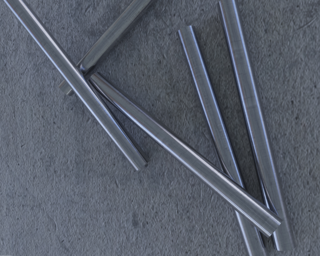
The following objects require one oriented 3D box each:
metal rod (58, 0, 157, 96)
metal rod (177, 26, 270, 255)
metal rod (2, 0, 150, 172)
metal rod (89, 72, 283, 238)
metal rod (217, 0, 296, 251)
[{"bbox_3d":[-0.036,-0.157,0.421,0.299,0.025,0.025,-44,76,14],"label":"metal rod"},{"bbox_3d":[0.076,0.017,0.381,0.025,0.025,0.299,-19,84,19],"label":"metal rod"},{"bbox_3d":[-0.115,-0.067,0.424,0.025,0.025,0.300,-39,87,16],"label":"metal rod"},{"bbox_3d":[0.015,0.019,0.386,0.300,0.025,0.025,39,103,22],"label":"metal rod"},{"bbox_3d":[0.113,-0.009,0.368,0.025,0.025,0.298,-13,86,19],"label":"metal rod"}]
